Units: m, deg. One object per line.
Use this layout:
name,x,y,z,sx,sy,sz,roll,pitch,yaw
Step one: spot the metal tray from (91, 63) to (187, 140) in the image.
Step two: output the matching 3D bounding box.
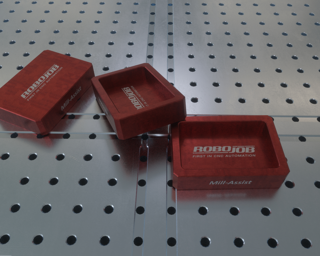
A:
metal tray,-0.033,-0.042,0.417,0.091,0.030,0.130,-19,37,-15

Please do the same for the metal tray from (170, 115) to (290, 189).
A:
metal tray,0.079,0.028,0.381,0.131,0.030,0.090,-1,50,-1

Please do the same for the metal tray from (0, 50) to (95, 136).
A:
metal tray,-0.167,-0.057,0.452,0.090,0.030,0.130,19,53,15
